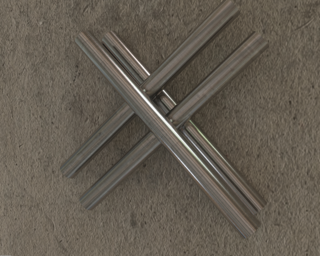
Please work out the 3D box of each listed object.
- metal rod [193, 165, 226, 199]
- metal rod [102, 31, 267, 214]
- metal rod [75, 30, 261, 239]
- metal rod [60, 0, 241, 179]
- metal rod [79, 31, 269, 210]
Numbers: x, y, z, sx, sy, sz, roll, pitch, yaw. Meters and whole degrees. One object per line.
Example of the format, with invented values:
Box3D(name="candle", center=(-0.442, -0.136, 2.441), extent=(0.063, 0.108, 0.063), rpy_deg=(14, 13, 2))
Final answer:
Box3D(name="metal rod", center=(0.004, -0.001, 0.408), extent=(0.025, 0.025, 0.300), rpy_deg=(-44, 77, 14))
Box3D(name="metal rod", center=(0.023, -0.015, 0.401), extent=(0.025, 0.025, 0.300), rpy_deg=(-44, 77, 14))
Box3D(name="metal rod", center=(0.000, -0.003, 0.356), extent=(0.025, 0.025, 0.300), rpy_deg=(-44, 77, 14))
Box3D(name="metal rod", center=(-0.022, -0.040, 0.390), extent=(0.299, 0.025, 0.025), rpy_deg=(-43, 77, 14))
Box3D(name="metal rod", center=(0.007, 0.001, 0.380), extent=(0.299, 0.025, 0.025), rpy_deg=(-43, 77, 14))
